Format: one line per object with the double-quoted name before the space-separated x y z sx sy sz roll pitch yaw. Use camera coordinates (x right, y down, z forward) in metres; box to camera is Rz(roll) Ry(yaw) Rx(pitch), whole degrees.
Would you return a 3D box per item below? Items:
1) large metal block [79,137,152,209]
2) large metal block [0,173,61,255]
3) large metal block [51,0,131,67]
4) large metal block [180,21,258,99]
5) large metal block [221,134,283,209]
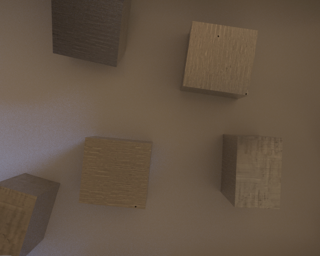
"large metal block" -0.054 0.055 0.398 0.080 0.050 0.080 6 90 0
"large metal block" -0.172 0.107 0.383 0.050 0.080 0.080 17 90 0
"large metal block" -0.083 -0.129 0.379 0.080 0.050 0.079 13 127 0
"large metal block" 0.073 -0.085 0.399 0.080 0.050 0.080 8 90 0
"large metal block" 0.110 0.049 0.385 0.050 0.080 0.080 3 90 0
